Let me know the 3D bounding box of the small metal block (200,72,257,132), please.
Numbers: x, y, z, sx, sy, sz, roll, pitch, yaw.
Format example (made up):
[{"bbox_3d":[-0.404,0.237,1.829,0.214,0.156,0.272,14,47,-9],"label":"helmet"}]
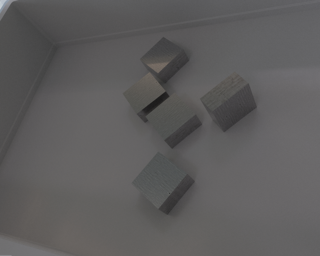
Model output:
[{"bbox_3d":[0.082,-0.029,0.365,0.050,0.050,0.025,-38,51,3],"label":"small metal block"}]

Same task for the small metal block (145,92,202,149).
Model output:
[{"bbox_3d":[0.017,-0.010,0.403,0.050,0.025,0.050,-40,51,1],"label":"small metal block"}]

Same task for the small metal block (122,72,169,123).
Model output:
[{"bbox_3d":[-0.018,-0.044,0.442,0.050,0.025,0.050,-38,51,2],"label":"small metal block"}]

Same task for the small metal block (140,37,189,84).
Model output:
[{"bbox_3d":[0.006,-0.102,0.465,0.050,0.025,0.050,-44,51,-3],"label":"small metal block"}]

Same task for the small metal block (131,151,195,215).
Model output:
[{"bbox_3d":[0.003,0.064,0.365,0.050,0.025,0.050,-49,52,-7],"label":"small metal block"}]
